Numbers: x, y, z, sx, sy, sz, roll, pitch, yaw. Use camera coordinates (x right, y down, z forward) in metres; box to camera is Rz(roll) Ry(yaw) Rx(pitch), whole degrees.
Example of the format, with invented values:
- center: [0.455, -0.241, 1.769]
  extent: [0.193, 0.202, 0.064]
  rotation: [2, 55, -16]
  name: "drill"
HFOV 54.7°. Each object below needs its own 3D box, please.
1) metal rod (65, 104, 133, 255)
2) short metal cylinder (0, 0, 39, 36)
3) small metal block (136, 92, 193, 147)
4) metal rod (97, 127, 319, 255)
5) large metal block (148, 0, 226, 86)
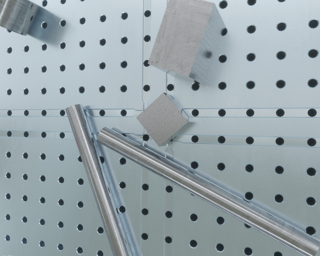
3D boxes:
- center: [-0.076, 0.109, 0.439]
  extent: [0.025, 0.025, 0.299]
  rotation: [-22, 83, 18]
  name: "metal rod"
- center: [-0.230, -0.181, 0.465]
  extent: [0.080, 0.080, 0.050]
  rotation: [31, 100, 17]
  name: "short metal cylinder"
- center: [0.006, -0.011, 0.410]
  extent: [0.050, 0.025, 0.050]
  rotation: [-42, 77, 15]
  name: "small metal block"
- center: [0.047, 0.073, 0.395]
  extent: [0.301, 0.025, 0.025]
  rotation: [27, 99, 18]
  name: "metal rod"
- center: [0.035, -0.101, 0.371]
  extent: [0.050, 0.080, 0.080]
  rotation: [21, 97, 19]
  name: "large metal block"
